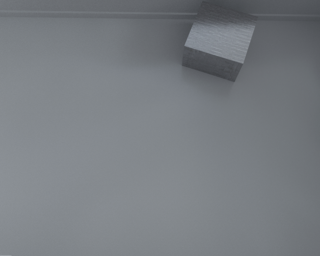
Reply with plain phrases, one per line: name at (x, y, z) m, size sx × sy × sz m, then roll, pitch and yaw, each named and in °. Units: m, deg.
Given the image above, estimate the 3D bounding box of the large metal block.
large metal block at (0.084, -0.123, 0.442) m, size 0.080 × 0.050 × 0.080 m, roll 19°, pitch 71°, yaw 7°
